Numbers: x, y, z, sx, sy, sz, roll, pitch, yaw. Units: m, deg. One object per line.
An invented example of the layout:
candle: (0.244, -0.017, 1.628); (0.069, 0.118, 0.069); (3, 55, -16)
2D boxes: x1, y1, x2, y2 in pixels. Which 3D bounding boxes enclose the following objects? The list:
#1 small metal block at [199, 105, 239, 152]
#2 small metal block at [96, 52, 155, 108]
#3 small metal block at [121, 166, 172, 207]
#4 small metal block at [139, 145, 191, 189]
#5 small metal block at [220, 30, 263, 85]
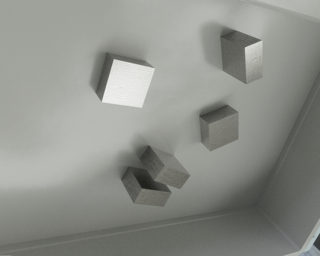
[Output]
small metal block: (0.088, 0.000, 0.459); (0.050, 0.025, 0.050); (-21, 127, -16)
small metal block: (-0.040, -0.054, 0.355); (0.050, 0.025, 0.050); (6, 115, -32)
small metal block: (-0.019, 0.082, 0.434); (0.050, 0.050, 0.025); (16, 110, -35)
small metal block: (0.007, 0.055, 0.432); (0.050, 0.050, 0.025); (26, 104, -38)
small metal block: (0.104, -0.091, 0.395); (0.025, 0.050, 0.050); (-25, 128, -14)
